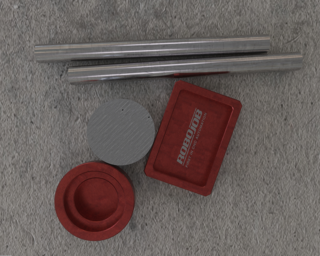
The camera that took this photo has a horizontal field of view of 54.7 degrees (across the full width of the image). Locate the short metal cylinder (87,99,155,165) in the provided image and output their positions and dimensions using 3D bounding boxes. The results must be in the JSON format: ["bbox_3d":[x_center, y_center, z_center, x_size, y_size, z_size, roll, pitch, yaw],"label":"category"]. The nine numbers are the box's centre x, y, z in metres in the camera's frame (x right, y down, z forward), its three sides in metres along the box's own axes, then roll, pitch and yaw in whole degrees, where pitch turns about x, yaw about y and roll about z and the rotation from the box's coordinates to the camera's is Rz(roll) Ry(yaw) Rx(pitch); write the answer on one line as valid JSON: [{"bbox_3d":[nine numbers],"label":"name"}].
[{"bbox_3d":[-0.048,0.007,0.392,0.081,0.050,0.080,0,84,-4],"label":"short metal cylinder"}]

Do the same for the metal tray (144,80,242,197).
[{"bbox_3d":[0.042,0.013,0.407,0.090,0.030,0.129,20,90,0],"label":"metal tray"}]

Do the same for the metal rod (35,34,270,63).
[{"bbox_3d":[-0.009,-0.105,0.409,0.302,0.025,0.025,-3,90,0],"label":"metal rod"}]

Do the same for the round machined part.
[{"bbox_3d":[-0.081,0.090,0.401,0.099,0.042,0.097,0,90,0],"label":"round machined part"}]

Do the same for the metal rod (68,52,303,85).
[{"bbox_3d":[0.033,-0.079,0.410,0.302,0.025,0.025,-4,90,0],"label":"metal rod"}]
